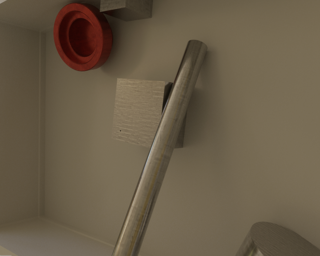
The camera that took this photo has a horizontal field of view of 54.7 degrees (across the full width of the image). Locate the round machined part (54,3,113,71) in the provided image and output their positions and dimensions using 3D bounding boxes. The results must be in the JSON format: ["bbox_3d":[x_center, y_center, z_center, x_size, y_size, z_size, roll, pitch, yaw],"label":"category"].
[{"bbox_3d":[-0.112,-0.138,0.473,0.098,0.042,0.097,10,112,28],"label":"round machined part"}]

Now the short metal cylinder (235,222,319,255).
[{"bbox_3d":[0.109,0.132,0.280,0.080,0.081,0.050,34,111,34],"label":"short metal cylinder"}]

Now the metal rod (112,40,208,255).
[{"bbox_3d":[-0.003,0.038,0.333,0.025,0.025,0.299,7,71,39],"label":"metal rod"}]

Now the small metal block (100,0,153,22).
[{"bbox_3d":[-0.046,-0.168,0.426,0.050,0.050,0.025,9,96,39],"label":"small metal block"}]

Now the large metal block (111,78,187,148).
[{"bbox_3d":[-0.013,-0.020,0.399,0.080,0.050,0.079,11,97,39],"label":"large metal block"}]
